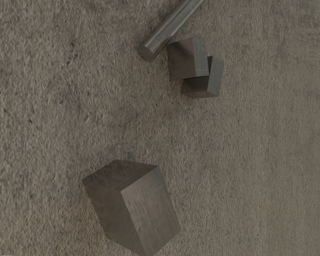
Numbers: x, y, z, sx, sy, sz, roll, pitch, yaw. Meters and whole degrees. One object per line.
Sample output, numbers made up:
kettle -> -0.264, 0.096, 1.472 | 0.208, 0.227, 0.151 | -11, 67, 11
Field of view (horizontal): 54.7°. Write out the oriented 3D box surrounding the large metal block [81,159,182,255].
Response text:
large metal block -> -0.032, 0.085, 0.342 | 0.050, 0.080, 0.080 | -30, 109, -36

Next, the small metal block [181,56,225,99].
small metal block -> 0.060, -0.070, 0.438 | 0.025, 0.050, 0.050 | 17, 79, -39

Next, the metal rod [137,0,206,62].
metal rod -> 0.062, -0.202, 0.455 | 0.025, 0.025, 0.301 | 52, 60, -28

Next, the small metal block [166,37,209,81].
small metal block -> 0.036, -0.092, 0.419 | 0.025, 0.050, 0.050 | -13, 98, -39
